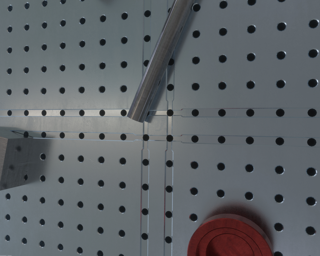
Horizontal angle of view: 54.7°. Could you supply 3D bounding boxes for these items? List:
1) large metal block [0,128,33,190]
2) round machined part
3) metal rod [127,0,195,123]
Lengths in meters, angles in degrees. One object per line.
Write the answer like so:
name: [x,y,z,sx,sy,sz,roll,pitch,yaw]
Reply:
large metal block: [-0.258,0.045,0.490,0.080,0.050,0.079,14,95,19]
round machined part: [0.086,0.152,0.373,0.098,0.042,0.097,0,90,20]
metal rod: [0.024,-0.148,0.403,0.025,0.025,0.298,26,98,18]
